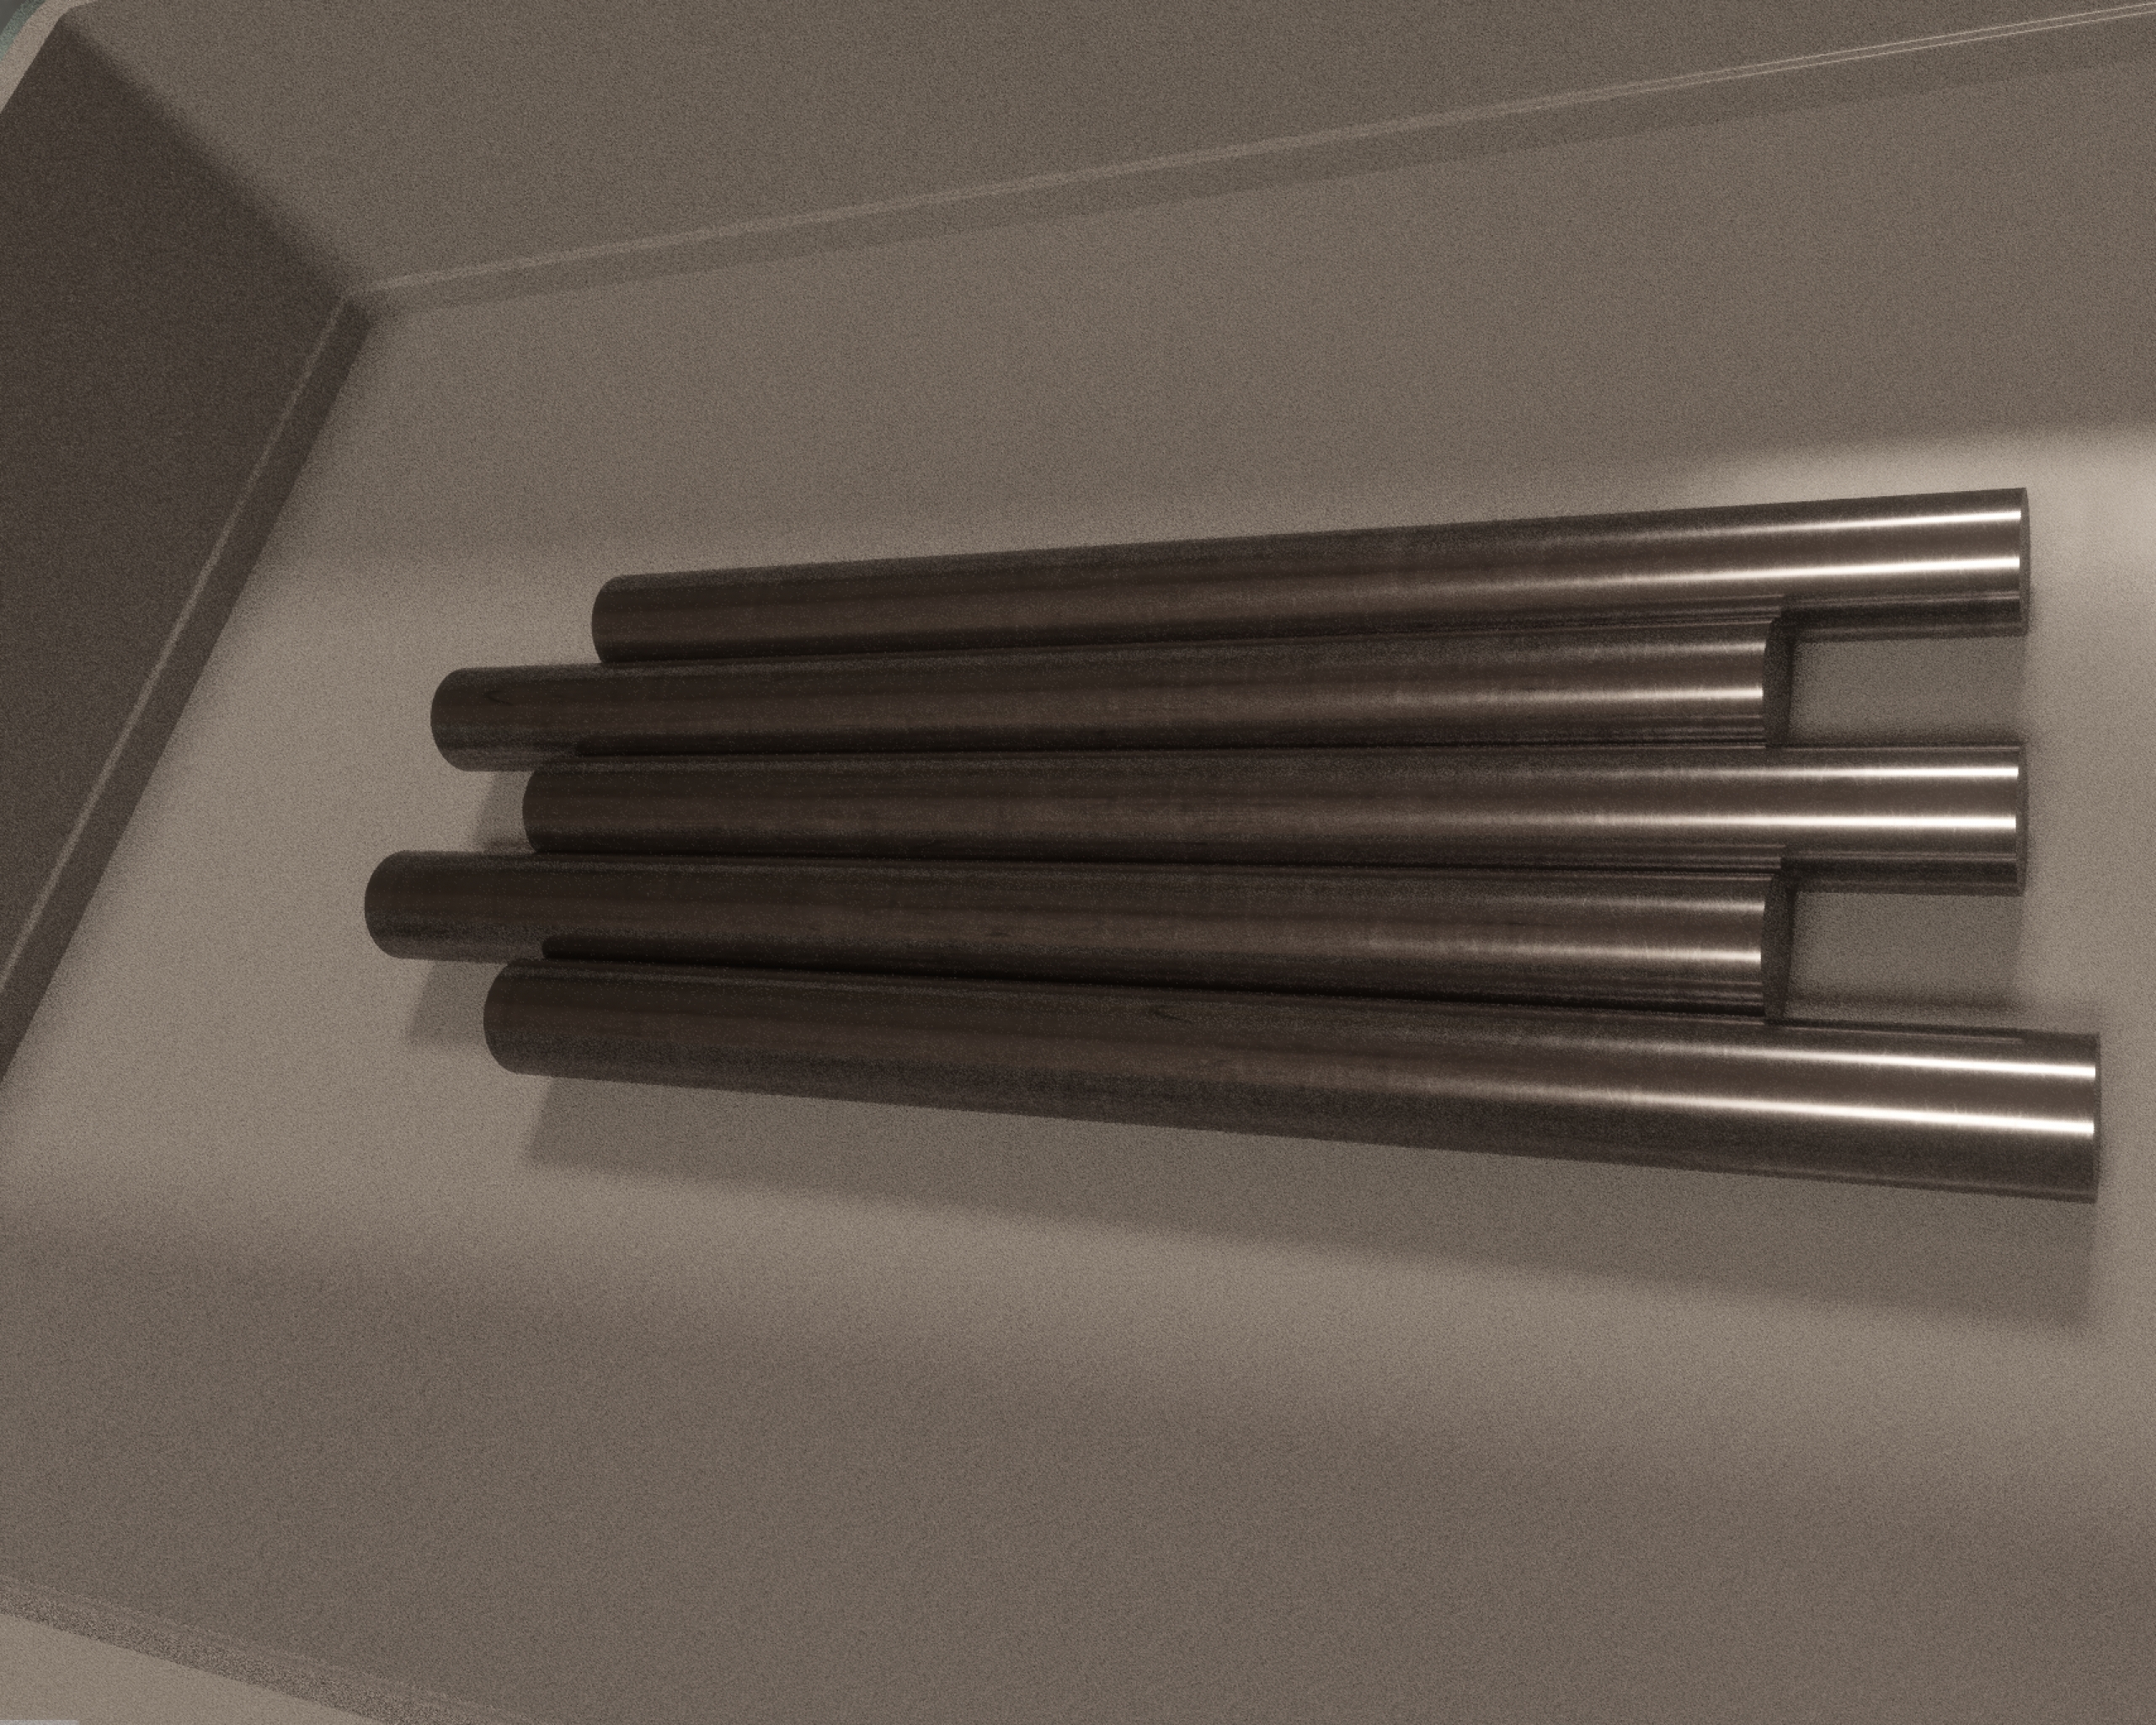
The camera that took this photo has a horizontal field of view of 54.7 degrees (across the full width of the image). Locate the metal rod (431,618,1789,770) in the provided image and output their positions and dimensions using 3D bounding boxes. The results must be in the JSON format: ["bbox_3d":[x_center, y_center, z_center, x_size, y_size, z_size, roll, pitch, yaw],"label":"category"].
[{"bbox_3d":[-0.013,-0.032,0.429,0.300,0.025,0.025,1,62,28],"label":"metal rod"}]

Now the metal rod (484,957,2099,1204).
[{"bbox_3d":[0.015,0.035,0.373,0.300,0.025,0.025,1,62,28],"label":"metal rod"}]

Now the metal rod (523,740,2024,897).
[{"bbox_3d":[0.017,-0.009,0.400,0.300,0.025,0.025,1,62,28],"label":"metal rod"}]

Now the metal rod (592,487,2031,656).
[{"bbox_3d":[0.027,-0.053,0.421,0.300,0.025,0.025,1,62,28],"label":"metal rod"}]

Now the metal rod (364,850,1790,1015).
[{"bbox_3d":[-0.020,0.012,0.406,0.300,0.025,0.025,1,62,28],"label":"metal rod"}]
